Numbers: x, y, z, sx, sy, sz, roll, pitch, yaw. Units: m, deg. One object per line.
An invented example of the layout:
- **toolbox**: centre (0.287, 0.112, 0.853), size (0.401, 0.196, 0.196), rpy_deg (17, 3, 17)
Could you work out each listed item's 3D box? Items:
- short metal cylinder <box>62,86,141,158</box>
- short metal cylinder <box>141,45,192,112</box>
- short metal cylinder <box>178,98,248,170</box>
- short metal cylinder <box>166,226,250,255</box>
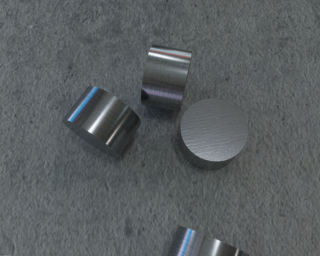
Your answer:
- **short metal cylinder**: centre (-0.071, -0.006, 0.380), size (0.080, 0.080, 0.050), rpy_deg (30, 73, 10)
- **short metal cylinder**: centre (0.009, -0.064, 0.403), size (0.050, 0.080, 0.080), rpy_deg (12, 71, 4)
- **short metal cylinder**: centre (0.065, 0.009, 0.392), size (0.081, 0.050, 0.080), rpy_deg (0, 70, 0)
- **short metal cylinder**: centre (0.047, 0.143, 0.327), size (0.080, 0.080, 0.050), rpy_deg (21, 72, 7)
